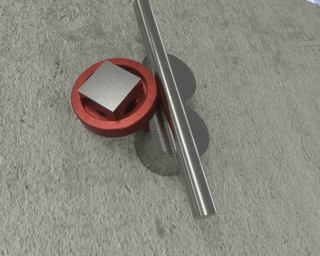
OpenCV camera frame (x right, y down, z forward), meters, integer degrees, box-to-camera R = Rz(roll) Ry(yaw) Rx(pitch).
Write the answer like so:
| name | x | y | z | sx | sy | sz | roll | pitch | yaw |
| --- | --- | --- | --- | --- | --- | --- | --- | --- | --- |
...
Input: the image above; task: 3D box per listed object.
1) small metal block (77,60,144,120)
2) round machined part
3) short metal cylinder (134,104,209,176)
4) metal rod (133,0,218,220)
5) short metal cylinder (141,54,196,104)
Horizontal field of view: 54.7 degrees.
| name | x | y | z | sx | sy | sz | roll | pitch | yaw |
| --- | --- | --- | --- | --- | --- | --- | --- | --- | --- |
| small metal block | -0.055 | -0.042 | 0.349 | 0.050 | 0.025 | 0.050 | 30 | 69 | 18 |
| round machined part | -0.051 | -0.032 | 0.370 | 0.099 | 0.042 | 0.098 | -2 | 63 | 3 |
| short metal cylinder | 0.014 | 0.014 | 0.388 | 0.081 | 0.050 | 0.080 | 14 | 55 | -20 |
| metal rod | 0.010 | -0.042 | 0.373 | 0.025 | 0.025 | 0.299 | -1 | 62 | -29 |
| short metal cylinder | 0.002 | -0.057 | 0.425 | 0.081 | 0.050 | 0.080 | 14 | 56 | -21 |
